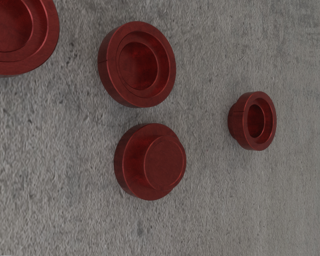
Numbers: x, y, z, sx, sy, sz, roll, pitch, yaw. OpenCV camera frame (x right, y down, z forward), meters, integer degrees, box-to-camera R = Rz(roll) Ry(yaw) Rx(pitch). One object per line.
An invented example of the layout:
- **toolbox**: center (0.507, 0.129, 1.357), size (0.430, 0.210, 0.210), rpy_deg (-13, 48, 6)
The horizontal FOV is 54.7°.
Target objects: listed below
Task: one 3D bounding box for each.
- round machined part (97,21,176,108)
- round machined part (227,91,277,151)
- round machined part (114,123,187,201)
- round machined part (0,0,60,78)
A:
- **round machined part**: center (-0.031, -0.072, 0.367), size (0.099, 0.042, 0.097), rpy_deg (0, 90, -40)
- **round machined part**: center (0.151, -0.011, 0.520), size (0.099, 0.042, 0.097), rpy_deg (0, 90, -40)
- **round machined part**: center (-0.005, 0.043, 0.389), size (0.099, 0.042, 0.097), rpy_deg (0, 90, -40)
- **round machined part**: center (-0.144, -0.093, 0.272), size (0.099, 0.042, 0.097), rpy_deg (0, 90, -40)
